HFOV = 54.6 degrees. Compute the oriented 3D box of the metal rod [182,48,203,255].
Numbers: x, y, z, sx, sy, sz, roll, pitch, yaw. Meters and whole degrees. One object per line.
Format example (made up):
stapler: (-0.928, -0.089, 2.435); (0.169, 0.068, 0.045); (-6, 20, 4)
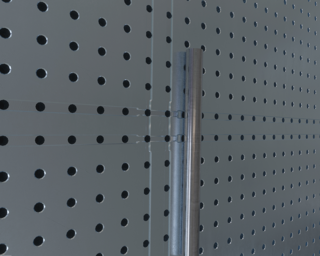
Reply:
metal rod: (0.047, 0.037, 0.446); (0.025, 0.025, 0.298); (2, 89, -40)
